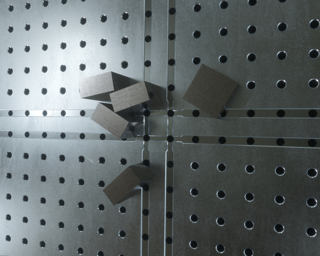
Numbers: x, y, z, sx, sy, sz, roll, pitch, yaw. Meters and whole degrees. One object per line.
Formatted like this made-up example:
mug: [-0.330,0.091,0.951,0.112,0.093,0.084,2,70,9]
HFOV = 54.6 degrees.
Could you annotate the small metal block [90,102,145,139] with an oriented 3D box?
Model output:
small metal block: [-0.056,-0.010,0.420,0.050,0.050,0.025,33,101,17]

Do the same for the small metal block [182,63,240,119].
small metal block: [0.065,-0.045,0.390,0.050,0.025,0.050,33,101,17]

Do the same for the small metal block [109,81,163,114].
small metal block: [-0.030,-0.039,0.410,0.050,0.050,0.025,-18,84,19]

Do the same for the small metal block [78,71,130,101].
small metal block: [-0.075,-0.056,0.426,0.050,0.050,0.025,-10,87,20]

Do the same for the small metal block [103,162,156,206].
small metal block: [-0.040,0.073,0.414,0.050,0.050,0.025,-43,77,15]
